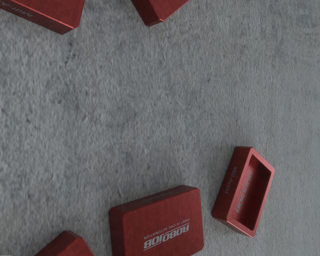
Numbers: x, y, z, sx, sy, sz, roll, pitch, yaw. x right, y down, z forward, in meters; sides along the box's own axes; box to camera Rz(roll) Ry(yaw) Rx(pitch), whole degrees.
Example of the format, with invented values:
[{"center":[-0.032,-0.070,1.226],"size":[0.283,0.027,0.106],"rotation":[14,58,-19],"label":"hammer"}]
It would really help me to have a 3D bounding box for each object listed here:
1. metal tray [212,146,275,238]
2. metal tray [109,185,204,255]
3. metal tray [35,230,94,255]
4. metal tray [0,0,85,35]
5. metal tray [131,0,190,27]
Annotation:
[{"center":[0.145,0.107,0.525],"size":[0.090,0.030,0.130],"rotation":[39,66,-34],"label":"metal tray"},{"center":[0.000,0.134,0.404],"size":[0.131,0.030,0.089],"rotation":[-8,95,-40],"label":"metal tray"},{"center":[-0.095,0.187,0.324],"size":[0.091,0.030,0.129],"rotation":[-38,114,-33],"label":"metal tray"},{"center":[-0.133,-0.157,0.290],"size":[0.131,0.030,0.090],"rotation":[17,80,-39],"label":"metal tray"},{"center":[0.008,-0.207,0.410],"size":[0.131,0.030,0.090],"rotation":[-48,119,-29],"label":"metal tray"}]
